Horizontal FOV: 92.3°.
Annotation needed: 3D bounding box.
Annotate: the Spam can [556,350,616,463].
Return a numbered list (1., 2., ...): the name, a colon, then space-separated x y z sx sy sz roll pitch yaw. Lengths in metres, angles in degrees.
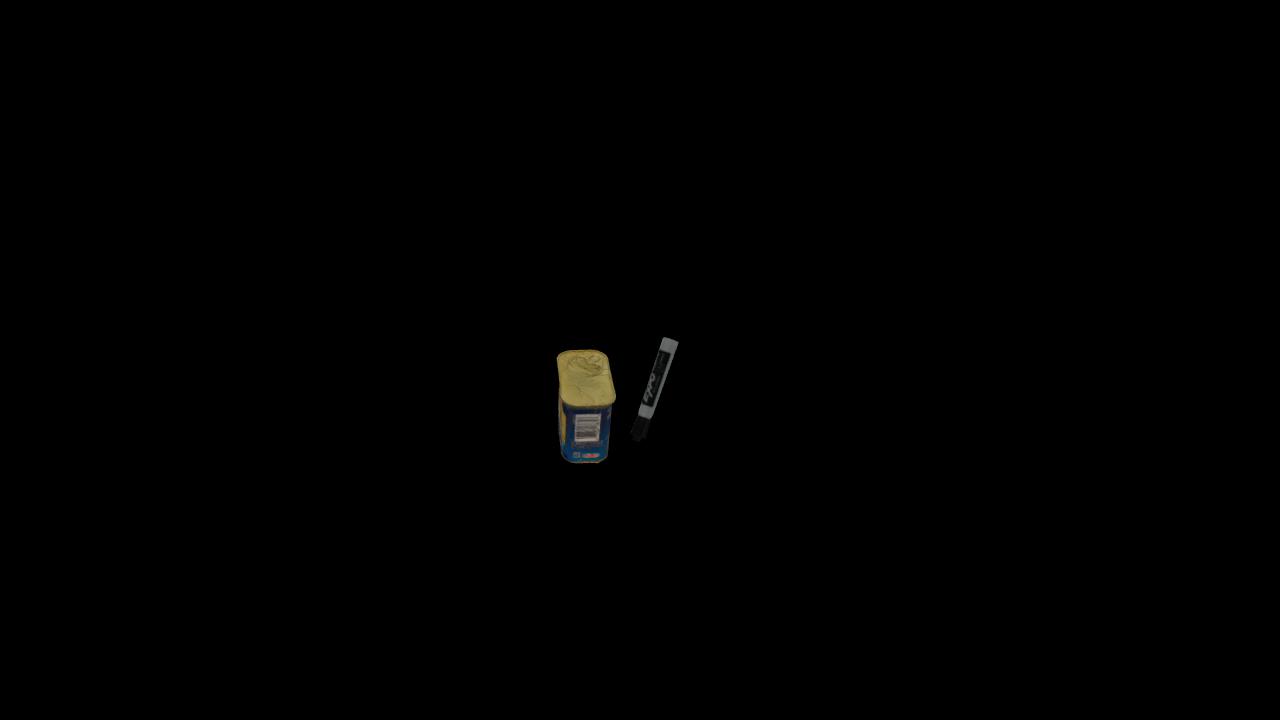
1. Spam can: -0.062 0.051 0.678 0.058 0.085 0.101 0 35 -11

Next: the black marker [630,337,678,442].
1. black marker: 0.015 0.034 0.693 0.020 0.121 0.020 19 -2 1
